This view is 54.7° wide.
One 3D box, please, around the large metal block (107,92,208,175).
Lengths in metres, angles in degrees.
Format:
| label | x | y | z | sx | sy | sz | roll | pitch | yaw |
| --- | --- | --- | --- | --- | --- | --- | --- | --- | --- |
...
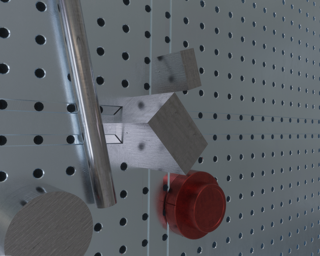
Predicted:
| label | x | y | z | sx | sy | sz | roll | pitch | yaw |
| --- | --- | --- | --- | --- | --- | --- | --- | --- | --- |
| large metal block | -0.003 | 0.007 | 0.371 | 0.050 | 0.080 | 0.080 | -50 | 120 | -28 |

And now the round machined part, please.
| label | x | y | z | sx | sy | sz | roll | pitch | yaw |
| --- | --- | --- | --- | --- | --- | --- | --- | --- | --- |
| round machined part | 0.058 | 0.112 | 0.448 | 0.099 | 0.042 | 0.097 | 0 | 90 | -40 |

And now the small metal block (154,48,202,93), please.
| label | x | y | z | sx | sy | sz | roll | pitch | yaw |
| --- | --- | --- | --- | --- | --- | --- | --- | --- | --- |
| small metal block | 0.024 | -0.075 | 0.413 | 0.025 | 0.050 | 0.050 | -23 | 105 | -38 |

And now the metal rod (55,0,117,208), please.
| label | x | y | z | sx | sy | sz | roll | pitch | yaw |
| --- | --- | --- | --- | --- | --- | --- | --- | --- | --- |
| metal rod | -0.085 | -0.058 | 0.337 | 0.025 | 0.025 | 0.298 | -15 | 100 | -39 |

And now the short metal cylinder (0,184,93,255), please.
| label | x | y | z | sx | sy | sz | roll | pitch | yaw |
| --- | --- | --- | --- | --- | --- | --- | --- | --- | --- |
| short metal cylinder | -0.113 | 0.097 | 0.299 | 0.081 | 0.050 | 0.079 | 0 | 90 | -40 |
